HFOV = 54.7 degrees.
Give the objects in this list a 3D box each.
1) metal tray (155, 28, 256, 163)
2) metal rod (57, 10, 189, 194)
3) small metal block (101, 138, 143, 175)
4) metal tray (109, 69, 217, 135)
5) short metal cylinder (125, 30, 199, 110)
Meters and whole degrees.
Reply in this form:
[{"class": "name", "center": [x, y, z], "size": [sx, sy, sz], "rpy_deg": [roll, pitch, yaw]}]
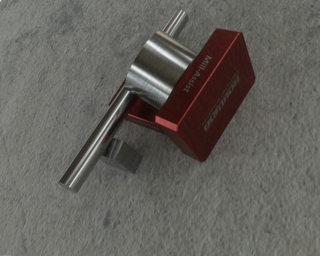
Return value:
[{"class": "metal tray", "center": [0.058, -0.035, 0.354], "size": [0.030, 0.090, 0.130], "rpy_deg": [25, 75, 36]}, {"class": "metal rod", "center": [-0.034, -0.052, 0.404], "size": [0.025, 0.025, 0.300], "rpy_deg": [11, 58, 32]}, {"class": "small metal block", "center": [-0.058, 0.033, 0.398], "size": [0.050, 0.050, 0.025], "rpy_deg": [14, 69, 33]}, {"class": "metal tray", "center": [0.003, -0.042, 0.425], "size": [0.130, 0.030, 0.090], "rpy_deg": [20, 72, 35]}, {"class": "short metal cylinder", "center": [0.003, -0.065, 0.360], "size": [0.050, 0.080, 0.080], "rpy_deg": [33, 78, 4]}]
